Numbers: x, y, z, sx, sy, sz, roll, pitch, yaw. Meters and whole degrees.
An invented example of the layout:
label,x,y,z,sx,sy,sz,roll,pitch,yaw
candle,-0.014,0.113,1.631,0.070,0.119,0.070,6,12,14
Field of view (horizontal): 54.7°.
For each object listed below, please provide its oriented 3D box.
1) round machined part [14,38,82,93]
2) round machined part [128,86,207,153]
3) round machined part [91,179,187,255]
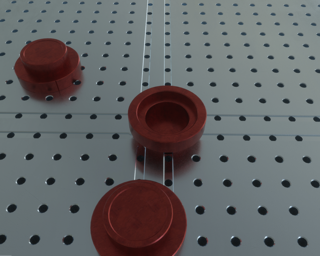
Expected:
label,x,y,z,sx,sy,sz,roll,pitch,yaw
round machined part,-0.175,-0.103,0.480,0.099,0.042,0.098,0,50,0
round machined part,0.009,-0.007,0.403,0.099,0.042,0.098,0,50,0
round machined part,-0.021,0.095,0.317,0.099,0.042,0.098,0,50,0
